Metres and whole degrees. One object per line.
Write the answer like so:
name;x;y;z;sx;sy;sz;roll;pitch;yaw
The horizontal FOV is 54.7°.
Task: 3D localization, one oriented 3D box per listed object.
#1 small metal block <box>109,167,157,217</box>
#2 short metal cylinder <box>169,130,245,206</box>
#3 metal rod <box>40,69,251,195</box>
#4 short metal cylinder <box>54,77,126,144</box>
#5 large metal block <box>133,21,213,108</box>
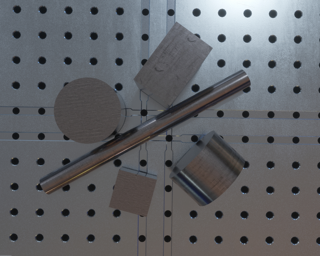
small metal block;-0.035;0.084;0.410;0.050;0.025;0.050;15;90;0
short metal cylinder;0.057;0.049;0.383;0.050;0.080;0.080;44;90;-1
metal rod;-0.019;0.005;0.410;0.301;0.025;0.025;-28;90;0
short metal cylinder;-0.087;-0.021;0.396;0.081;0.050;0.079;0;90;0
large metal block;0.015;-0.072;0.383;0.050;0.080;0.080;36;90;0
